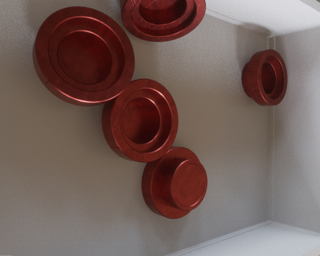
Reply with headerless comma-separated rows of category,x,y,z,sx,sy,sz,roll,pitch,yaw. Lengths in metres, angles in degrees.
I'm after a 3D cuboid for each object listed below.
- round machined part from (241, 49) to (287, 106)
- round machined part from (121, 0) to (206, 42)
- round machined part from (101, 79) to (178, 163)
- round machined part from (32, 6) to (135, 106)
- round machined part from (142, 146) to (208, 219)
round machined part,0.183,-0.088,0.552,0.099,0.042,0.097,0,90,-40
round machined part,0.002,-0.150,0.367,0.099,0.098,0.042,12,60,-40
round machined part,-0.028,-0.009,0.374,0.099,0.042,0.097,0,90,-40
round machined part,-0.080,-0.070,0.321,0.099,0.042,0.097,5,80,-29
round machined part,0.027,0.074,0.421,0.099,0.042,0.097,0,90,-40
